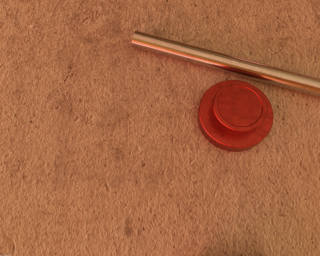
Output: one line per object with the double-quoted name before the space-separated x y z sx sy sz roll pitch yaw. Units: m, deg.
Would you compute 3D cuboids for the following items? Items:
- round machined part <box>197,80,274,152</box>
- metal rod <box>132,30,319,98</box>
"round machined part" 0.101 -0.021 0.408 0.099 0.042 0.098 0 70 -1
"metal rod" 0.107 -0.089 0.441 0.301 0.025 0.025 16 71 5
